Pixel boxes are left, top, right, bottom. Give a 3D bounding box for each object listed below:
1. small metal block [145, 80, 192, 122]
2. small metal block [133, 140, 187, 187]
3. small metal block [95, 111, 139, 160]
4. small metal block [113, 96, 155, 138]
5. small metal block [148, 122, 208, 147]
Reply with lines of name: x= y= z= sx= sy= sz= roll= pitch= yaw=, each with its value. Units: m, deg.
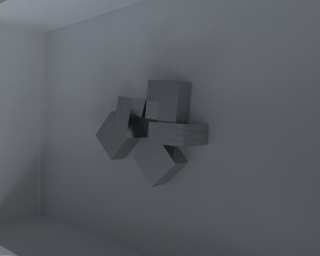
small metal block: x=0.010 y=-0.035 z=0.394 sx=0.050 sy=0.025 sz=0.050 roll=8 pitch=95 yaw=39
small metal block: x=-0.001 y=0.040 z=0.403 sx=0.050 sy=0.025 sz=0.050 roll=-48 pitch=62 yaw=29
small metal block: x=-0.062 y=0.011 z=0.453 sx=0.050 sy=0.025 sz=0.050 roll=-52 pitch=60 yaw=27
small metal block: x=-0.032 y=-0.014 z=0.412 sx=0.025 sy=0.050 sz=0.050 roll=16 pitch=100 yaw=38
small metal block: x=0.022 y=0.007 z=0.368 sx=0.050 sy=0.050 sz=0.025 roll=4 pitch=93 yaw=39
